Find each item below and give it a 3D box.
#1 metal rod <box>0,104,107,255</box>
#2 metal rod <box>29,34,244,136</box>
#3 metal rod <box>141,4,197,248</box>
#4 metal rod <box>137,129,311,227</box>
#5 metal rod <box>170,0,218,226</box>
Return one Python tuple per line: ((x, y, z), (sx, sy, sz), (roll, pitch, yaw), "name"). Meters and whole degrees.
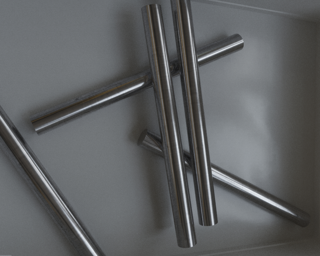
((-0.152, 0.041, 0.354), (0.025, 0.025, 0.299), (-34, 101, -17), "metal rod")
((-0.016, -0.064, 0.404), (0.302, 0.025, 0.025), (-25, 99, -18), "metal rod")
((0.012, 0.000, 0.387), (0.025, 0.025, 0.298), (-10, 94, -20), "metal rod")
((0.103, 0.079, 0.448), (0.301, 0.025, 0.025), (28, 81, -18), "metal rod")
((0.044, -0.024, 0.398), (0.025, 0.025, 0.298), (-9, 93, -20), "metal rod")
